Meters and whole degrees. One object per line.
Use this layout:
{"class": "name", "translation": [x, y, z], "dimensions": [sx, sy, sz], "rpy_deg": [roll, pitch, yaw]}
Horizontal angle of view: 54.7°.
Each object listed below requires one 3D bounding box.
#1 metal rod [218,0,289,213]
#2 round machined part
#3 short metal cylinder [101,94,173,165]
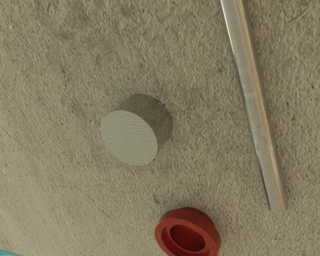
{"class": "metal rod", "translation": [0.101, -0.032, 0.333], "dimensions": [0.025, 0.025, 0.298], "rpy_deg": [-6, 116, 30]}
{"class": "round machined part", "translation": [0.045, 0.160, 0.470], "dimensions": [0.098, 0.042, 0.097], "rpy_deg": [13, 124, 20]}
{"class": "short metal cylinder", "translation": [-0.029, 0.002, 0.406], "dimensions": [0.080, 0.050, 0.079], "rpy_deg": [13, 124, 20]}
